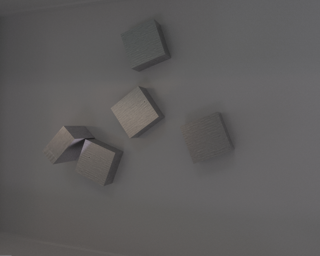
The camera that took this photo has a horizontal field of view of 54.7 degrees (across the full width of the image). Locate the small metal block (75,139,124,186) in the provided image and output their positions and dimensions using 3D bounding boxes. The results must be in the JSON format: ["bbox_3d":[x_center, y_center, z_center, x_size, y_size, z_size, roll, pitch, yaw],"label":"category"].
[{"bbox_3d":[-0.087,0.048,0.441,0.050,0.025,0.050,22,97,18],"label":"small metal block"}]

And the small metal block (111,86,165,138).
[{"bbox_3d":[-0.030,-0.021,0.421,0.050,0.025,0.050,-37,78,16],"label":"small metal block"}]

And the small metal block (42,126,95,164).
[{"bbox_3d":[-0.130,0.023,0.443,0.050,0.050,0.025,-47,76,14],"label":"small metal block"}]

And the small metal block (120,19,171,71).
[{"bbox_3d":[-0.019,-0.110,0.417,0.050,0.025,0.050,-19,84,19],"label":"small metal block"}]

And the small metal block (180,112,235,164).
[{"bbox_3d":[0.060,0.012,0.389,0.050,0.025,0.050,-22,83,18],"label":"small metal block"}]
